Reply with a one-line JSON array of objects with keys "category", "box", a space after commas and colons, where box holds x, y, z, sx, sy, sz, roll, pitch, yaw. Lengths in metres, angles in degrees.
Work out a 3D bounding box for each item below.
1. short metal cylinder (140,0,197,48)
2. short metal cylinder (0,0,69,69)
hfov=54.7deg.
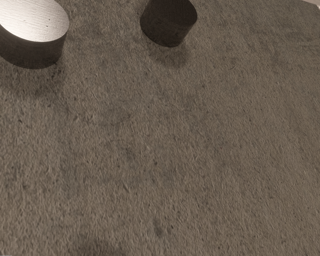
[{"category": "short metal cylinder", "box": [0.014, -0.180, 0.506, 0.081, 0.050, 0.080, 14, 56, -21]}, {"category": "short metal cylinder", "box": [-0.157, -0.119, 0.376, 0.081, 0.050, 0.080, 14, 56, -21]}]
